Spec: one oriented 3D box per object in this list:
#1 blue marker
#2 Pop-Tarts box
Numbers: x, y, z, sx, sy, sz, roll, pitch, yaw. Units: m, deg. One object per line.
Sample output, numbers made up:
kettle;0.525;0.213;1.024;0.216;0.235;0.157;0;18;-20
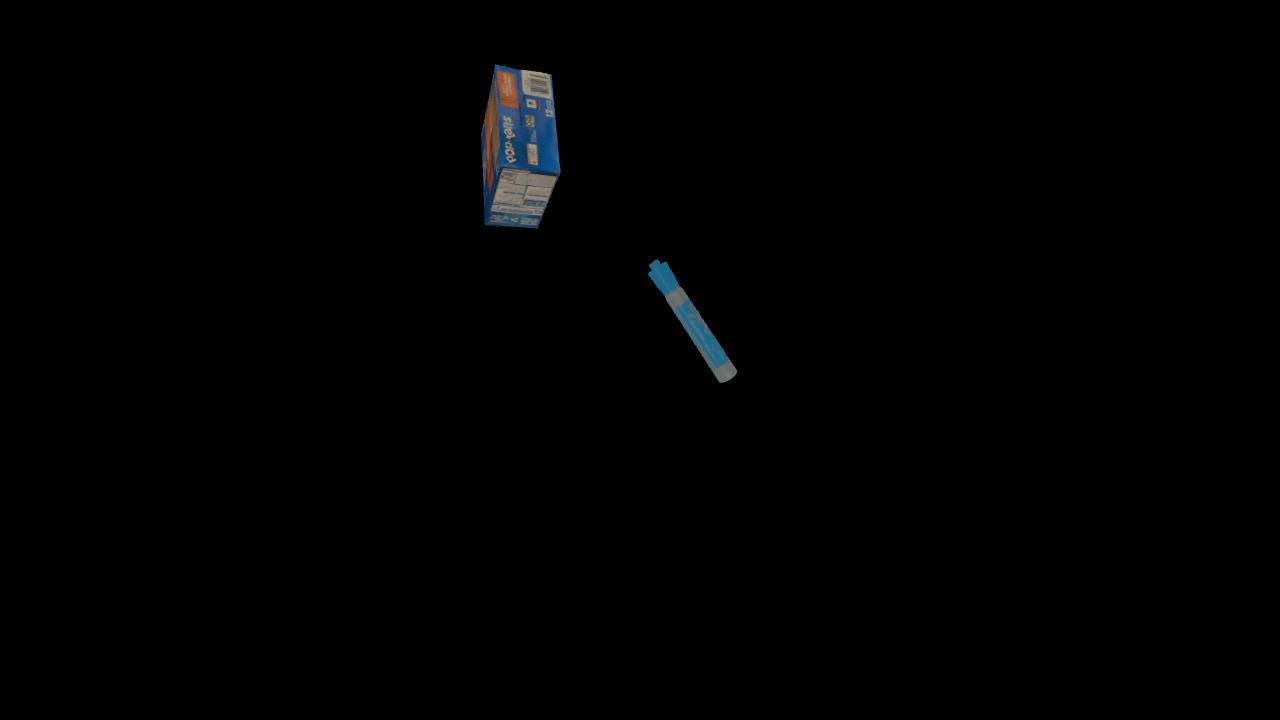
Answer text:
blue marker;0.045;-0.033;0.528;0.020;0.121;0.020;-33;13;9
Pop-Tarts box;-0.174;-0.296;0.870;0.083;0.167;0.141;1;-20;-22
